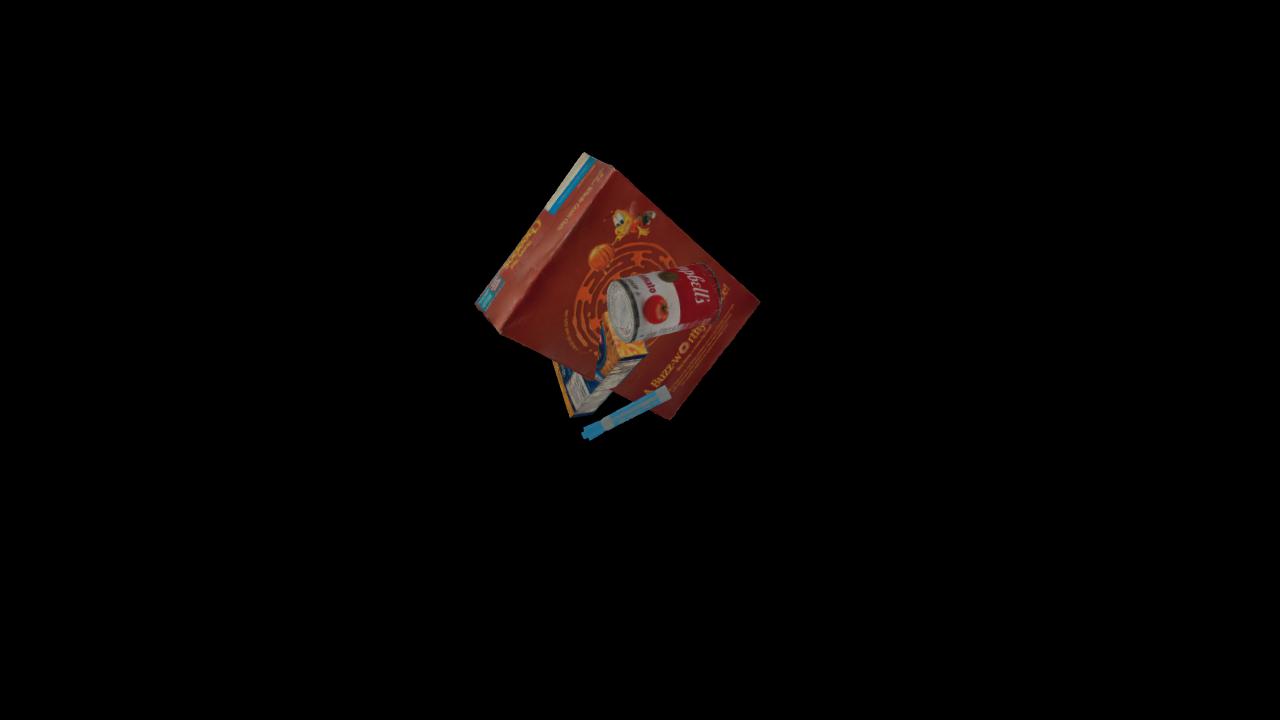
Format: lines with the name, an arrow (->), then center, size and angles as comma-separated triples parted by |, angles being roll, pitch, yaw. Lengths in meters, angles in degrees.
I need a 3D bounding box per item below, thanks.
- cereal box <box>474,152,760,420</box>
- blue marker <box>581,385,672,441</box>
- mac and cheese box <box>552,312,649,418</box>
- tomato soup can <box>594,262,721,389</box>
cereal box -> -0.011, -0.069, 0.728 | 0.306, 0.203, 0.081 | 30, 8, -44
blue marker -> -0.018, 0.067, 0.766 | 0.121, 0.020, 0.020 | -28, 0, 0
mac and cheese box -> -0.054, -0.005, 0.743 | 0.041, 0.093, 0.184 | -7, -23, -28
tomato soup can -> 0.023, -0.059, 0.635 | 0.101, 0.068, 0.068 | -14, 6, -23
